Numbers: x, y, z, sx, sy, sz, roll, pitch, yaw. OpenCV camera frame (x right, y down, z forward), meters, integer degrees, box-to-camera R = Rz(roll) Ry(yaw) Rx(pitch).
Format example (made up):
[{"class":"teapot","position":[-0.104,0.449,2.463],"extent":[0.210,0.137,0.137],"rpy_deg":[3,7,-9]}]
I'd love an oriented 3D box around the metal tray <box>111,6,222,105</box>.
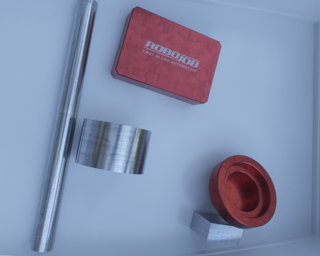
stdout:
[{"class":"metal tray","position":[0.011,-0.092,0.413],"extent":[0.131,0.030,0.090],"rpy_deg":[17,84,-20]}]

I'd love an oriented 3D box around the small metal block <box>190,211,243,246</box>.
[{"class":"small metal block","position":[0.077,0.138,0.427],"extent":[0.050,0.050,0.025],"rpy_deg":[15,88,-20]}]

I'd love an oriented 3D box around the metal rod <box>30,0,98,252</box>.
[{"class":"metal rod","position":[-0.113,-0.007,0.369],"extent":[0.025,0.025,0.298],"rpy_deg":[11,86,-20]}]

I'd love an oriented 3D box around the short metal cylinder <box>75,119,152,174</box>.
[{"class":"short metal cylinder","position":[-0.054,0.021,0.362],"extent":[0.081,0.080,0.050],"rpy_deg":[12,86,-20]}]

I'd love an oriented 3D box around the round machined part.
[{"class":"round machined part","position":[0.109,0.090,0.431],"extent":[0.099,0.042,0.098],"rpy_deg":[12,60,-22]}]
